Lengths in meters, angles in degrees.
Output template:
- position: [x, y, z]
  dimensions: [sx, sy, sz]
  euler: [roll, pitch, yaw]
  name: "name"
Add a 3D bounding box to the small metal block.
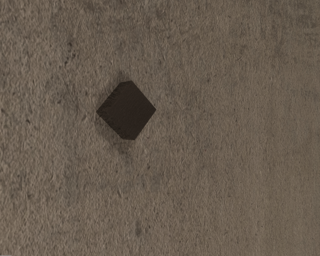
- position: [-0.040, -0.021, 0.373]
  dimensions: [0.050, 0.025, 0.050]
  euler: [49, 61, -29]
  name: "small metal block"
